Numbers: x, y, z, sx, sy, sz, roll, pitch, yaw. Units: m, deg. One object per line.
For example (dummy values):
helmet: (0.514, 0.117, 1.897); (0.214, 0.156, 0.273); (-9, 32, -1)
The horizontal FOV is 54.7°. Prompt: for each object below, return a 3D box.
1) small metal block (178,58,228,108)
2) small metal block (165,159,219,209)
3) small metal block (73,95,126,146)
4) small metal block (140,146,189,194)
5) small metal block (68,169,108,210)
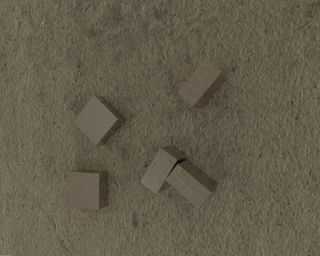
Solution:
small metal block: (0.053, -0.052, 0.377); (0.025, 0.050, 0.050); (42, 103, 15)
small metal block: (0.041, 0.067, 0.381); (0.050, 0.050, 0.025); (39, 103, 15)
small metal block: (-0.085, -0.011, 0.439); (0.050, 0.025, 0.050); (44, 104, 14)
small metal block: (0.007, 0.051, 0.393); (0.025, 0.050, 0.050); (34, 101, 17)
small metal block: (-0.103, 0.087, 0.445); (0.050, 0.025, 0.050); (1, 90, 20)
